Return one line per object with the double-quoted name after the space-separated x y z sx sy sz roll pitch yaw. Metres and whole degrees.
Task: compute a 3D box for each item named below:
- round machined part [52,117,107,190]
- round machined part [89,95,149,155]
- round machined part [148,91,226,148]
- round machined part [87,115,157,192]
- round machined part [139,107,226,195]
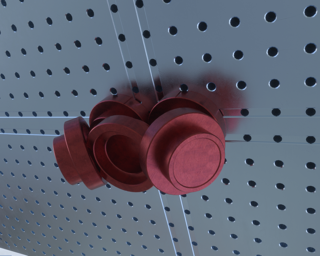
-0.108 0.037 0.412 0.042 0.098 0.097 -21 112 -4 "round machined part"
-0.058 0.006 0.432 0.098 0.042 0.097 13 124 20 "round machined part"
0.029 0.006 0.387 0.098 0.042 0.097 13 124 20 "round machined part"
-0.037 0.027 0.379 0.098 0.042 0.097 13 124 20 "round machined part"
0.031 0.030 0.336 0.042 0.099 0.097 37 145 59 "round machined part"
